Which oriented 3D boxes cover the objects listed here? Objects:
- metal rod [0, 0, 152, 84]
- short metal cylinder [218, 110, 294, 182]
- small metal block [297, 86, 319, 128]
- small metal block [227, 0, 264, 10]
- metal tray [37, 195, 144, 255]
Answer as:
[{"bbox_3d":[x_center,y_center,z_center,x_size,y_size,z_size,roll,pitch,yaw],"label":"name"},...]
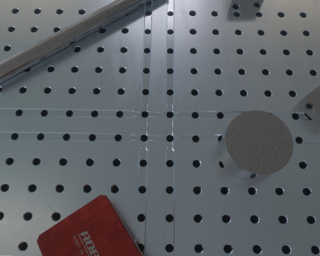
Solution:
[{"bbox_3d":[-0.116,-0.150,0.465,0.301,0.025,0.025,-33,74,-12],"label":"metal rod"},{"bbox_3d":[0.118,0.024,0.390,0.081,0.050,0.080,0,70,0],"label":"short metal cylinder"},{"bbox_3d":[0.229,-0.033,0.425,0.050,0.025,0.050,-34,74,-12],"label":"small metal block"},{"bbox_3d":[0.134,-0.217,0.492,0.050,0.025,0.050,-3,70,-1],"label":"small metal block"},{"bbox_3d":[-0.066,0.149,0.335,0.090,0.030,0.130,-33,57,-11],"label":"metal tray"}]
